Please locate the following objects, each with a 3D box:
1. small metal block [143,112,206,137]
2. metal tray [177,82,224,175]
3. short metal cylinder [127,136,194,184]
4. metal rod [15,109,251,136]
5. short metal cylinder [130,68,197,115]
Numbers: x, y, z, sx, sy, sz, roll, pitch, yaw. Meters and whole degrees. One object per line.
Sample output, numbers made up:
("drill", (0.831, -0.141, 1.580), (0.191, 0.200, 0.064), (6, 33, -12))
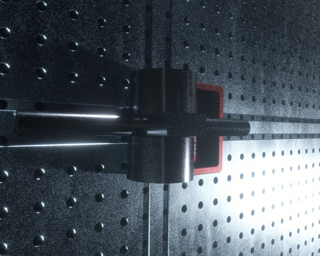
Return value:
("small metal block", (0.015, -0.004, 0.344), (0.050, 0.050, 0.025), (1, 90, -32))
("metal tray", (0.051, 0.001, 0.448), (0.091, 0.030, 0.129), (1, 89, -40))
("short metal cylinder", (0.001, 0.035, 0.373), (0.081, 0.080, 0.050), (2, 89, -40))
("metal rod", (-0.007, -0.003, 0.373), (0.303, 0.025, 0.025), (1, 89, -31))
("short metal cylinder", (0.004, -0.040, 0.374), (0.081, 0.080, 0.050), (1, 90, -40))
